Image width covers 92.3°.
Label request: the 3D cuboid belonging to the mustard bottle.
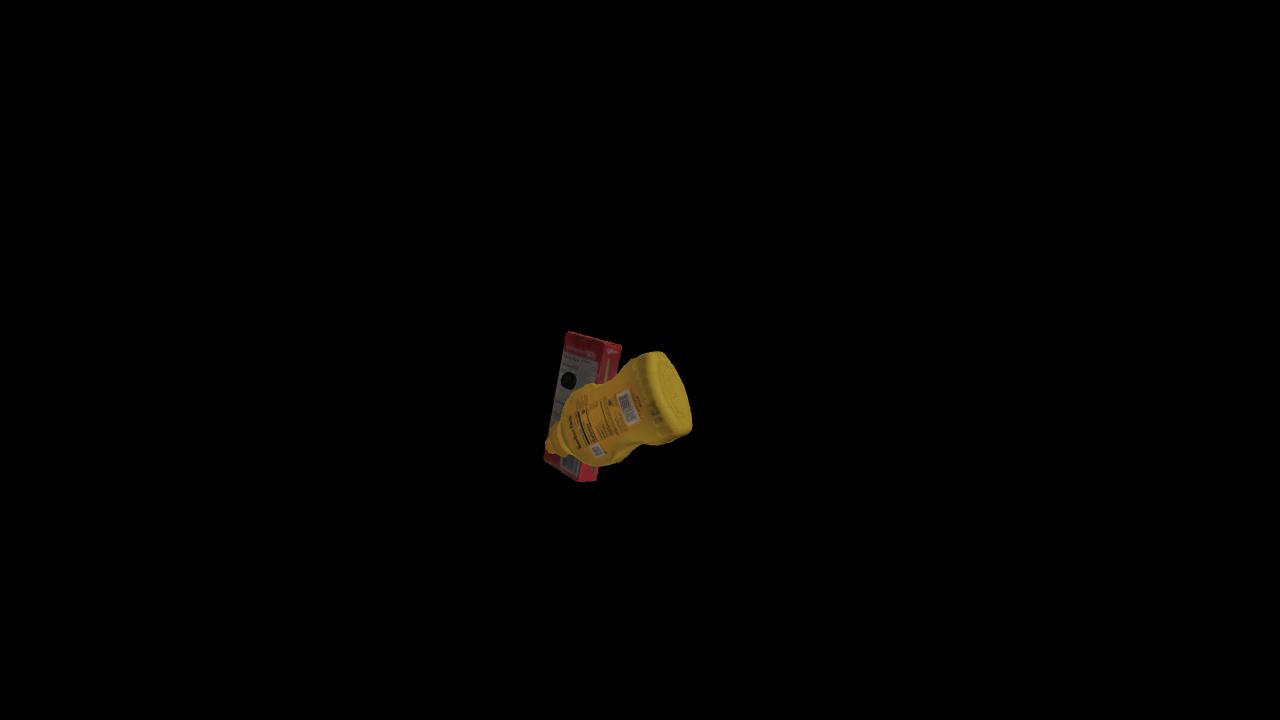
[{"bbox_3d":[-0.036,0.064,0.650,0.184,0.092,0.054,-27,-7,34],"label":"mustard bottle"}]

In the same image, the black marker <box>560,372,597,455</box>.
[{"bbox_3d":[-0.055,0.039,0.721,0.020,0.020,0.121,0,-19,29],"label":"black marker"}]

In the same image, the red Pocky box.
[{"bbox_3d":[-0.065,0.050,0.687,0.028,0.155,0.083,8,6,-37],"label":"red Pocky box"}]

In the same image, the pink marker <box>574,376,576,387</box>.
[{"bbox_3d":[-0.053,0.068,0.705,0.020,0.121,0.020,9,20,-3],"label":"pink marker"}]
